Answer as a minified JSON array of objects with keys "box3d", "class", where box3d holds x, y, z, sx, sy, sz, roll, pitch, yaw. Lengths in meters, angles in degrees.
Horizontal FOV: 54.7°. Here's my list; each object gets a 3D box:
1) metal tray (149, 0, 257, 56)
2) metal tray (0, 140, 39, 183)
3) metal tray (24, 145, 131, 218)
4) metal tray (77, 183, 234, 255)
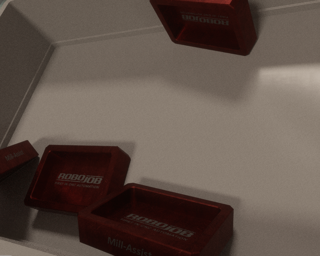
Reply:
[{"box3d":[0.059,-0.148,0.423,0.130,0.090,0.030,21,74,35],"class":"metal tray"},{"box3d":[-0.237,0.063,0.431,0.090,0.130,0.030,-35,95,5],"class":"metal tray"},{"box3d":[-0.111,0.070,0.416,0.130,0.030,0.090,0,61,27],"class":"metal tray"},{"box3d":[-0.004,0.095,0.307,0.130,0.091,0.030,7,105,31],"class":"metal tray"}]
